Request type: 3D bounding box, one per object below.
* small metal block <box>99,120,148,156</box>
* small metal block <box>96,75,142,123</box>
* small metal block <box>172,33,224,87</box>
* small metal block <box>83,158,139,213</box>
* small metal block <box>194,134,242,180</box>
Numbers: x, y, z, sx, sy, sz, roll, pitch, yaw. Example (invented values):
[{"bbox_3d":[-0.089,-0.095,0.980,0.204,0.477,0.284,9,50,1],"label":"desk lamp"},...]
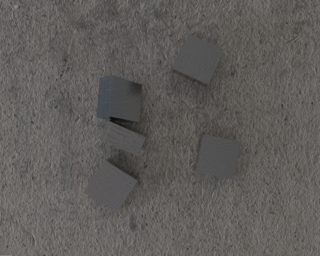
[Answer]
[{"bbox_3d":[-0.044,0.011,0.397,0.050,0.050,0.025,24,92,0],"label":"small metal block"},{"bbox_3d":[-0.051,-0.035,0.392,0.025,0.050,0.050,-2,82,39],"label":"small metal block"},{"bbox_3d":[0.050,-0.089,0.410,0.050,0.025,0.050,25,90,0],"label":"small metal block"},{"bbox_3d":[-0.063,0.075,0.409,0.050,0.025,0.050,33,90,0],"label":"small metal block"},{"bbox_3d":[0.076,0.037,0.410,0.050,0.025,0.050,11,90,0],"label":"small metal block"}]
